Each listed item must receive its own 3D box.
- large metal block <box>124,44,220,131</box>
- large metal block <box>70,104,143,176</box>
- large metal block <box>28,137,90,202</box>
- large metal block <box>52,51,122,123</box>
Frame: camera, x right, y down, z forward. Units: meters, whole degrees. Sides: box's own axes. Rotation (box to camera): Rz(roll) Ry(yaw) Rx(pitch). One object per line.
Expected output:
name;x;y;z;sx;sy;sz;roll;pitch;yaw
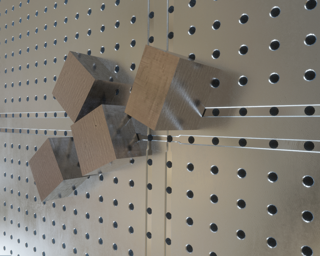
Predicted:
large metal block;0.015;-0.044;0.362;0.050;0.081;0.080;31;109;36
large metal block;-0.081;0.019;0.462;0.080;0.050;0.080;-28;73;36
large metal block;-0.178;0.071;0.542;0.080;0.050;0.080;-42;65;32
large metal block;-0.118;-0.063;0.493;0.080;0.050;0.080;46;118;30
